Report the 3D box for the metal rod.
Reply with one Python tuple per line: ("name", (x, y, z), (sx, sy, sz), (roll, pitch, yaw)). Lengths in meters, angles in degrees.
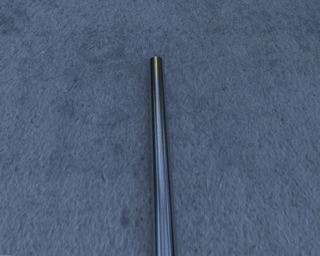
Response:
("metal rod", (-0.001, 0.012, 0.393), (0.025, 0.025, 0.300), (-1, 50, -2))
